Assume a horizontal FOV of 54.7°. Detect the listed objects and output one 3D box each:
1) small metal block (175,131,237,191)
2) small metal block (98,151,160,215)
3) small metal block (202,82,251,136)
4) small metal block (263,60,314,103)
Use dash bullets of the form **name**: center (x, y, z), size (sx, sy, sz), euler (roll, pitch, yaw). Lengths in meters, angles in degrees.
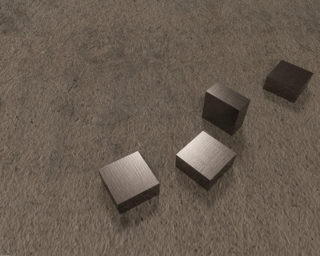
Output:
- **small metal block**: center (0.054, 0.038, 0.372), size (0.050, 0.025, 0.050), euler (36, 58, 26)
- **small metal block**: center (-0.035, 0.061, 0.351), size (0.050, 0.025, 0.050), euler (-24, 54, -19)
- **small metal block**: center (0.086, -0.025, 0.409), size (0.050, 0.050, 0.025), euler (35, 58, 25)
- **small metal block**: center (0.192, -0.071, 0.465), size (0.050, 0.025, 0.050), euler (32, 57, 23)
